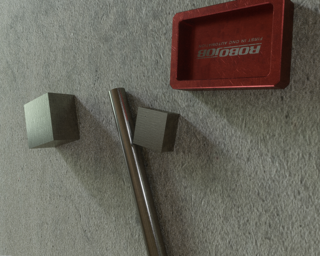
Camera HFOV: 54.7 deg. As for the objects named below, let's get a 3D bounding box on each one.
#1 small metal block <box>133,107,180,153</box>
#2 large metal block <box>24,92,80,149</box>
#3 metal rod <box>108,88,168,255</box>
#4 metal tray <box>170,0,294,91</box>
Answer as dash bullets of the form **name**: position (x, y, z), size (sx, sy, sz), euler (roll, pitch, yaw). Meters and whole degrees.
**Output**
- **small metal block**: position (-0.006, 0.001, 0.408), size (0.050, 0.025, 0.050), euler (15, 100, 38)
- **large metal block**: position (-0.190, -0.011, 0.542), size (0.080, 0.050, 0.080), euler (-16, 80, 38)
- **metal rod**: position (-0.025, 0.087, 0.423), size (0.025, 0.025, 0.299), euler (-25, 75, 37)
- **metal tray**: position (0.073, -0.088, 0.340), size (0.130, 0.030, 0.089), euler (4, 93, 39)
